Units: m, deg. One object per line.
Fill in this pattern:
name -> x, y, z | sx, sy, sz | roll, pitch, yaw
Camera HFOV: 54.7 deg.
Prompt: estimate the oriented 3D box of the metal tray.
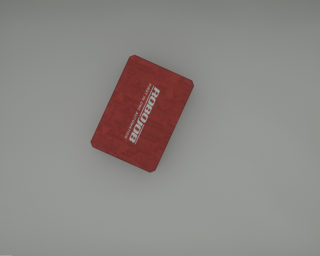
metal tray -> -0.022, -0.018, 0.409 | 0.090, 0.030, 0.129 | 24, 90, -1
